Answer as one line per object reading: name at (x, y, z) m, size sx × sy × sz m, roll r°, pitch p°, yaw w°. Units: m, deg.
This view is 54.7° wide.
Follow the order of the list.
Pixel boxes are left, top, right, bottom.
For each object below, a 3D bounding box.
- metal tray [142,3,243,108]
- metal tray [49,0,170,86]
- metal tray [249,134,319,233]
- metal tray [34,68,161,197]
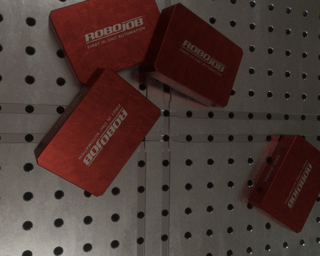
metal tray at (0.048, -0.091, 0.412) m, size 0.131 × 0.030 × 0.090 m, roll 23°, pitch 82°, yaw -34°
metal tray at (-0.059, -0.116, 0.389) m, size 0.131 × 0.030 × 0.090 m, roll -26°, pitch 99°, yaw -19°
metal tray at (0.208, 0.086, 0.489) m, size 0.090 × 0.030 × 0.130 m, roll 35°, pitch 78°, yaw -17°
metal tray at (-0.071, 0.005, 0.367) m, size 0.090 × 0.030 × 0.130 m, roll 39°, pitch 84°, yaw -29°
